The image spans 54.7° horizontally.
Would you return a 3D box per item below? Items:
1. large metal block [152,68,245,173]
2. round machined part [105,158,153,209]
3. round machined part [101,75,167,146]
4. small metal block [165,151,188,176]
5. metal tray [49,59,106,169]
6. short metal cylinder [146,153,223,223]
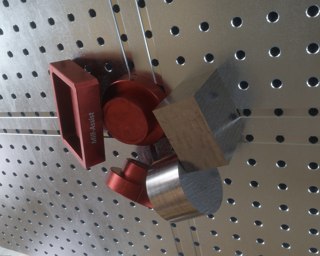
[{"bbox_3d":[0.047,-0.009,0.345,0.050,0.080,0.080,-18,109,35],"label":"large metal block"},{"bbox_3d":[-0.024,0.074,0.436,0.098,0.098,0.042,24,88,13],"label":"round machined part"},{"bbox_3d":[-0.037,-0.017,0.409,0.098,0.042,0.097,13,124,21],"label":"round machined part"},{"bbox_3d":[0.036,0.052,0.425,0.050,0.025,0.050,-33,101,38],"label":"small metal block"},{"bbox_3d":[-0.114,-0.019,0.430,0.090,0.030,0.129,36,136,42],"label":"metal tray"},{"bbox_3d":[0.030,0.067,0.369,0.050,0.080,0.080,-28,103,38],"label":"short metal cylinder"}]
